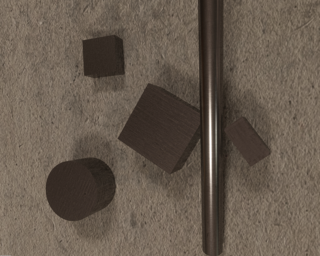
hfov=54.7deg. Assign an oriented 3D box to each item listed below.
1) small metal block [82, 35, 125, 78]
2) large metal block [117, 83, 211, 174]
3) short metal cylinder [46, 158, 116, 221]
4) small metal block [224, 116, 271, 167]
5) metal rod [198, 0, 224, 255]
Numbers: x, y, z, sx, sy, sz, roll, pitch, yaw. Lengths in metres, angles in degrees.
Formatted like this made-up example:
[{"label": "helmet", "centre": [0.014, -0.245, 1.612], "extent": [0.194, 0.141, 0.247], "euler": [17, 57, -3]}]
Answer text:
[{"label": "small metal block", "centre": [-0.079, -0.099, 0.436], "extent": [0.050, 0.025, 0.050], "euler": [-3, 89, 19]}, {"label": "large metal block", "centre": [0.007, 0.000, 0.392], "extent": [0.080, 0.050, 0.080], "euler": [33, 100, 16]}, {"label": "short metal cylinder", "centre": [-0.110, 0.083, 0.433], "extent": [0.080, 0.050, 0.079], "euler": [0, 90, 19]}, {"label": "small metal block", "centre": [0.102, 0.014, 0.359], "extent": [0.025, 0.050, 0.050], "euler": [-38, 79, 16]}, {"label": "metal rod", "centre": [0.058, 0.009, 0.345], "extent": [0.025, 0.025, 0.298], "euler": [3, 107, 19]}]
